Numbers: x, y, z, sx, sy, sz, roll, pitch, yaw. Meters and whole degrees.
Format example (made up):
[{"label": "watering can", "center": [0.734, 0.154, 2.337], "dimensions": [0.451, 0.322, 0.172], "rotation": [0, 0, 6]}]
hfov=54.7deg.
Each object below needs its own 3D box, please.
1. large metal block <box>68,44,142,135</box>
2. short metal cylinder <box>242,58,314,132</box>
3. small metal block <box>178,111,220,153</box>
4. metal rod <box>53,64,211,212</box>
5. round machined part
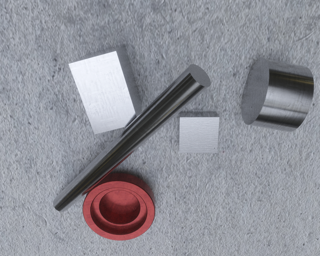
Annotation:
[{"label": "large metal block", "center": [-0.058, -0.049, 0.362], "dimensions": [0.050, 0.080, 0.080], "rotation": [-14, 110, 5]}, {"label": "short metal cylinder", "center": [0.136, -0.039, 0.368], "dimensions": [0.050, 0.080, 0.079], "rotation": [10, 110, -4]}, {"label": "small metal block", "center": [0.050, 0.005, 0.413], "dimensions": [0.050, 0.025, 0.050], "rotation": [0, 110, -1]}, {"label": "metal rod", "center": [-0.054, 0.032, 0.359], "dimensions": [0.025, 0.025, 0.299], "rotation": [38, 129, -13]}, {"label": "round machined part", "center": [-0.056, 0.107, 0.439], "dimensions": [0.099, 0.042, 0.097], "rotation": [0, 110, -1]}]
